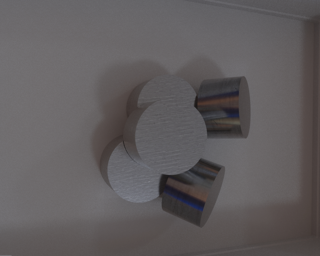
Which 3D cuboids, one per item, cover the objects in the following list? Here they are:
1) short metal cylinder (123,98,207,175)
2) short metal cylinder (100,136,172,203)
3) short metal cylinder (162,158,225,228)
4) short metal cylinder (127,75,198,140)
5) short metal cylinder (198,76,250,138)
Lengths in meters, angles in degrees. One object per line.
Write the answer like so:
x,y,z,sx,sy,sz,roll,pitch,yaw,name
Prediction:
0.005,0.009,0.344,0.081,0.050,0.079,0,90,-21,short metal cylinder
-0.030,0.048,0.386,0.081,0.050,0.079,0,90,-21,short metal cylinder
0.043,0.077,0.390,0.050,0.080,0.080,19,82,22,short metal cylinder
0.003,-0.025,0.397,0.081,0.050,0.079,0,90,-21,short metal cylinder
0.086,-0.026,0.407,0.080,0.050,0.079,-2,90,-64,short metal cylinder
